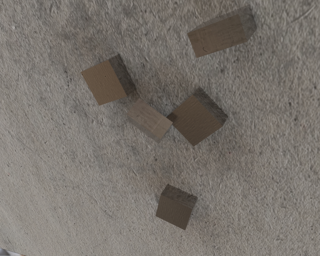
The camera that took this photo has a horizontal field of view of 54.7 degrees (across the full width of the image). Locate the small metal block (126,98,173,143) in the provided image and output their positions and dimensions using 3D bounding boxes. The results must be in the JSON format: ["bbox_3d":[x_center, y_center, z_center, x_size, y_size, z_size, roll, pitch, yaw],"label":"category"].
[{"bbox_3d":[-0.013,-0.007,0.392,0.050,0.025,0.050,36,171,4],"label":"small metal block"}]

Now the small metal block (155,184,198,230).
[{"bbox_3d":[0.025,0.120,0.468,0.050,0.025,0.050,22,127,15],"label":"small metal block"}]

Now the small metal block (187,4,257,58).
[{"bbox_3d":[0.061,-0.094,0.300,0.050,0.050,0.025,-11,113,33],"label":"small metal block"}]

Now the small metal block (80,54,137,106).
[{"bbox_3d":[-0.067,-0.062,0.404,0.050,0.025,0.050,-14,111,34],"label":"small metal block"}]

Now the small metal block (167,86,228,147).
[{"bbox_3d":[0.044,-0.013,0.375,0.050,0.025,0.050,46,129,-4],"label":"small metal block"}]
